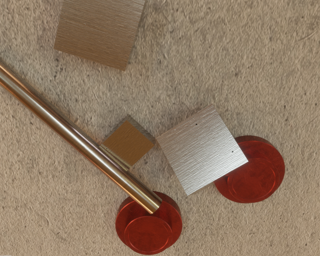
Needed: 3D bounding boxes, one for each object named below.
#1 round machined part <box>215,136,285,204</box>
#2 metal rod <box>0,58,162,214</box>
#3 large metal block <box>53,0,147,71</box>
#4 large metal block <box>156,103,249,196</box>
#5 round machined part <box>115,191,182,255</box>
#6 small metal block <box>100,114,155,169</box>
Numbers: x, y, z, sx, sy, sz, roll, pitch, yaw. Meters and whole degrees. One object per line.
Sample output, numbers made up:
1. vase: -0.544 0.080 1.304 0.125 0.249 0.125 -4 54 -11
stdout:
1. round machined part: 0.123 0.063 0.425 0.099 0.042 0.097 0 110 0
2. metal rod: -0.115 0.006 0.397 0.300 0.025 0.025 43 105 -9
3. large metal block: -0.065 -0.119 0.352 0.080 0.050 0.079 17 109 -6
4. large metal block: 0.055 0.029 0.388 0.080 0.050 0.080 -32 73 11
5. round machined part: -0.016 0.145 0.454 0.099 0.042 0.097 0 110 0
6. small metal block: -0.042 0.018 0.416 0.050 0.025 0.050 -43 105 14
